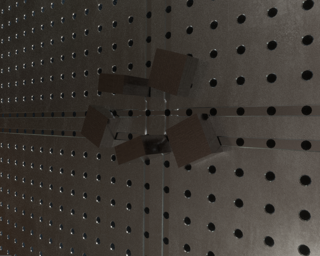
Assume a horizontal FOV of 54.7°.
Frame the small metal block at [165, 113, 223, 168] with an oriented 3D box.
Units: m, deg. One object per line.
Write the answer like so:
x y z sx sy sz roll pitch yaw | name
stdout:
0.040 0.015 0.375 0.050 0.025 0.050 -30 72 35 | small metal block

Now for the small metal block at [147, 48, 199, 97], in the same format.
0.016 -0.071 0.395 0.050 0.025 0.050 24 105 37 | small metal block

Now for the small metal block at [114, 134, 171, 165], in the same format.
-0.023 0.029 0.410 0.050 0.050 0.025 -23 76 37 | small metal block

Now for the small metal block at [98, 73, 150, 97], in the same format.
-0.050 -0.060 0.432 0.050 0.050 0.025 11 97 39 | small metal block

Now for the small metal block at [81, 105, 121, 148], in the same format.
-0.093 -0.003 0.484 0.050 0.025 0.050 32 110 35 | small metal block
